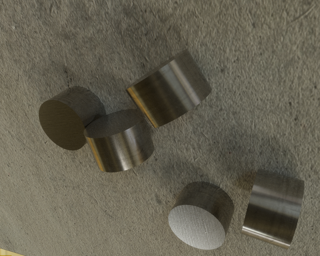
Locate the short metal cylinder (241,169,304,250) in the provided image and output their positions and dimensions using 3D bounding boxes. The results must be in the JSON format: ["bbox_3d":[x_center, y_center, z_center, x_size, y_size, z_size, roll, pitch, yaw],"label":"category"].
[{"bbox_3d":[0.130,0.092,0.359,0.050,0.080,0.079,14,124,20],"label":"short metal cylinder"}]

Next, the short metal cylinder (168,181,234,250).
[{"bbox_3d":[0.059,0.122,0.436,0.080,0.050,0.079,13,124,21],"label":"short metal cylinder"}]

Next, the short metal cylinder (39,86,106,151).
[{"bbox_3d":[-0.125,-0.014,0.448,0.080,0.050,0.079,13,124,21],"label":"short metal cylinder"}]

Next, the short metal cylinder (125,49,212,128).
[{"bbox_3d":[0.009,-0.043,0.340,0.080,0.080,0.050,-24,105,37],"label":"short metal cylinder"}]

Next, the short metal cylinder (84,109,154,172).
[{"bbox_3d":[-0.053,0.015,0.408,0.080,0.080,0.050,-2,117,29],"label":"short metal cylinder"}]
